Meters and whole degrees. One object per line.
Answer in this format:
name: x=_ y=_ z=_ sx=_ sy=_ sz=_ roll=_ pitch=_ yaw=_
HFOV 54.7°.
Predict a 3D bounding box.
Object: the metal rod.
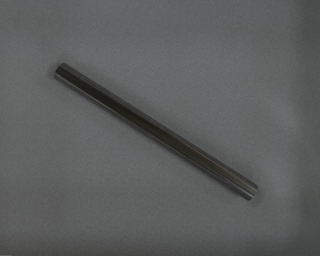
metal rod: x=-0.005 y=0.005 z=0.409 sx=0.301 sy=0.025 sz=0.025 roll=32 pitch=90 yaw=-1
